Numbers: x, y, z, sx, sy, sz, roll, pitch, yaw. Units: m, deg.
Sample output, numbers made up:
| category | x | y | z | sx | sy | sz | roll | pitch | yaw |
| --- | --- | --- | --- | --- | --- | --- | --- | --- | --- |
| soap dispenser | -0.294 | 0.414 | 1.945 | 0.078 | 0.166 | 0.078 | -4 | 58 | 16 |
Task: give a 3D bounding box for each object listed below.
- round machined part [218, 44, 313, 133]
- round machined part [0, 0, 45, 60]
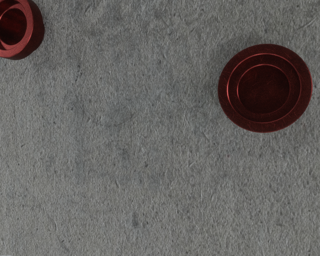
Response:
| category | x | y | z | sx | sy | sz | roll | pitch | yaw |
| --- | --- | --- | --- | --- | --- | --- | --- | --- | --- |
| round machined part | 0.120 | -0.043 | 0.358 | 0.098 | 0.042 | 0.097 | 0 | 90 | 20 |
| round machined part | -0.220 | -0.153 | 0.478 | 0.098 | 0.042 | 0.097 | 0 | 90 | 20 |
